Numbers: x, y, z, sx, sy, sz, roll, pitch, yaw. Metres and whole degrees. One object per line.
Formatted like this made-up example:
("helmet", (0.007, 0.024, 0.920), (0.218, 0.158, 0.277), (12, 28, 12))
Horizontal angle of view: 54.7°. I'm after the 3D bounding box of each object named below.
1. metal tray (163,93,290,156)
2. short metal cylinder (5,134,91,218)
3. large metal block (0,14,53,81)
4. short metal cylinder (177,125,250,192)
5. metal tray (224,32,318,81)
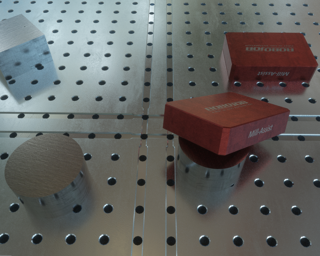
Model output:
("metal tray", (0.080, -0.011, 0.366), (0.131, 0.030, 0.090), (-13, 28, -41))
("short metal cylinder", (-0.122, 0.053, 0.346), (0.081, 0.050, 0.080), (0, 50, 0))
("large metal block", (-0.236, -0.132, 0.501), (0.080, 0.050, 0.080), (-34, 58, -25))
("short metal cylinder", (0.061, 0.028, 0.368), (0.081, 0.050, 0.080), (0, 50, 0))
("metal tray", (0.175, -0.118, 0.504), (0.131, 0.030, 0.090), (0, 50, 0))
